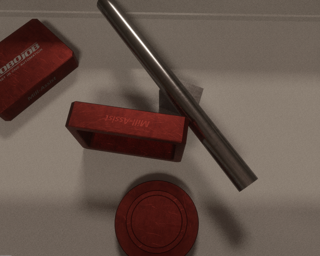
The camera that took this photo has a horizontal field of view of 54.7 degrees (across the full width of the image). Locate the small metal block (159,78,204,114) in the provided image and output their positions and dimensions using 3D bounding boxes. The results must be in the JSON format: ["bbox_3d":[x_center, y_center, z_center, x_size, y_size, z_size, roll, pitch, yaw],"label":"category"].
[{"bbox_3d":[0.027,-0.040,0.411,0.050,0.050,0.025,22,72,7],"label":"small metal block"}]

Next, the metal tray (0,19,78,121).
[{"bbox_3d":[-0.194,-0.084,0.435,0.090,0.030,0.130,43,75,13],"label":"metal tray"}]

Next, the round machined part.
[{"bbox_3d":[-0.004,0.109,0.361,0.099,0.042,0.098,0,70,-1],"label":"round machined part"}]

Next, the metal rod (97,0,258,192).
[{"bbox_3d":[0.011,-0.054,0.376,0.025,0.025,0.299,-33,73,-11],"label":"metal rod"}]

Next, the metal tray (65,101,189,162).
[{"bbox_3d":[-0.035,0.008,0.371,0.131,0.090,0.030,8,71,2],"label":"metal tray"}]
